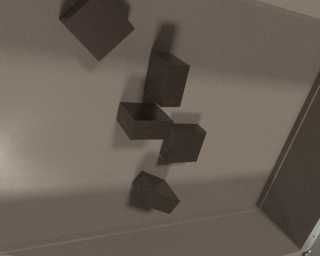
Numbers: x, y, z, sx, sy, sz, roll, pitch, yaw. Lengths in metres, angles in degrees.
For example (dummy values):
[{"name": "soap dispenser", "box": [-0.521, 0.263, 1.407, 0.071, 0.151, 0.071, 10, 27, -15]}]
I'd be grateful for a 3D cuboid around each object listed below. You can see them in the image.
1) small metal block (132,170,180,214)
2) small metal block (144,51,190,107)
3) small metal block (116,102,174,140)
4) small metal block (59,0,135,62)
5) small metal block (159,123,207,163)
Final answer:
[{"name": "small metal block", "box": [-0.006, 0.093, 0.448, 0.050, 0.050, 0.025, 30, 102, -38]}, {"name": "small metal block", "box": [0.006, -0.058, 0.362, 0.025, 0.050, 0.050, -3, 120, -28]}, {"name": "small metal block", "box": [-0.020, -0.009, 0.378, 0.050, 0.050, 0.025, 1, 118, -29]}, {"name": "small metal block", "box": [-0.063, -0.105, 0.311, 0.050, 0.025, 0.050, -43, 130, 1]}, {"name": "small metal block", "box": [0.032, 0.022, 0.442, 0.050, 0.025, 0.050, 1, 118, -29]}]
